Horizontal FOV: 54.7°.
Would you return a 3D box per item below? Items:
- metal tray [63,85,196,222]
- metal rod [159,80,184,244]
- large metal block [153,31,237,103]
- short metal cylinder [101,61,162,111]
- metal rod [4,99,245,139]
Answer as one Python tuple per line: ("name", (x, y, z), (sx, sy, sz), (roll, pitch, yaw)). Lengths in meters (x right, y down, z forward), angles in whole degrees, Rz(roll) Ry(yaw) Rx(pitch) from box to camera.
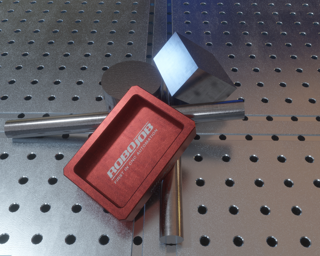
("metal tray", (-0.032, 0.026, 0.348), (0.090, 0.030, 0.130), (34, 78, 18))
("metal rod", (0.014, -0.002, 0.409), (0.025, 0.025, 0.300), (1, 50, 1))
("large metal block", (0.048, -0.076, 0.430), (0.080, 0.050, 0.080), (17, 37, -40))
("short metal cylinder", (-0.038, -0.049, 0.432), (0.081, 0.050, 0.080), (0, 50, 0))
("metal rod", (-0.048, -0.010, 0.394), (0.302, 0.025, 0.025), (-5, 50, 5))
